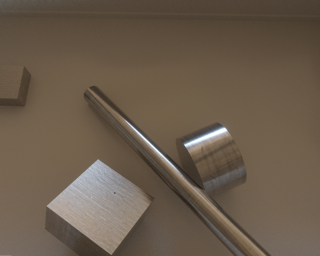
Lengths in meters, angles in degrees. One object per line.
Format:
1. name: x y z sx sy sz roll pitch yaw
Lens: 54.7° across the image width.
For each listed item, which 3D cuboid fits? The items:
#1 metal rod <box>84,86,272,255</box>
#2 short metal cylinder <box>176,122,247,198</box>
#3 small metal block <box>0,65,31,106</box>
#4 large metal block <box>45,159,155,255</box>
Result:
1. metal rod: 0.002 0.041 0.354 0.025 0.025 0.300 -40 60 -13
2. short metal cylinder: 0.058 0.039 0.367 0.050 0.080 0.080 -23 72 -8
3. small metal block: -0.213 -0.059 0.428 0.050 0.025 0.050 2 70 0
4. large metal block: -0.066 0.095 0.343 0.080 0.050 0.080 33 44 11
